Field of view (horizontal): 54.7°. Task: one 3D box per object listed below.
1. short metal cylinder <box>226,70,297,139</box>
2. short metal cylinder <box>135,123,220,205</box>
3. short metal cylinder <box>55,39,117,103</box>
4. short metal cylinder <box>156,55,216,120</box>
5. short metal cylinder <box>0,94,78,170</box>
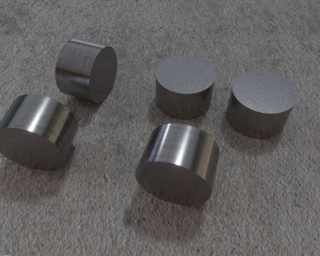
[{"bbox_3d":[0.133,-0.032,0.414,0.080,0.050,0.080,0,50,0],"label":"short metal cylinder"},{"bbox_3d":[0.020,0.040,0.334,0.080,0.080,0.050,13,51,10],"label":"short metal cylinder"},{"bbox_3d":[-0.101,-0.080,0.434,0.050,0.080,0.080,16,52,13],"label":"short metal cylinder"},{"bbox_3d":[0.034,-0.058,0.436,0.080,0.050,0.080,0,50,0],"label":"short metal cylinder"},{"bbox_3d":[-0.143,0.007,0.361,0.080,0.080,0.050,6,51,5],"label":"short metal cylinder"}]
